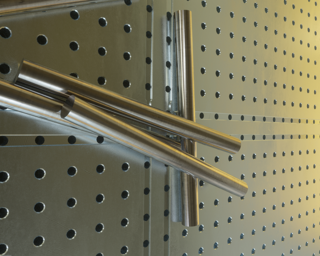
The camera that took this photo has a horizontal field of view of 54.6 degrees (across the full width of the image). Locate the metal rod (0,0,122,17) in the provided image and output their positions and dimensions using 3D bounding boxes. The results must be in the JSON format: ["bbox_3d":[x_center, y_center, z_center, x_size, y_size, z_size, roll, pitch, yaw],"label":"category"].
[{"bbox_3d":[-0.126,-0.126,0.302,0.302,0.025,0.025,-27,107,-37],"label":"metal rod"}]

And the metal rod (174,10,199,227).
[{"bbox_3d":[0.038,-0.012,0.439,0.025,0.025,0.298,-4,93,-40],"label":"metal rod"}]

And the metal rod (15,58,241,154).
[{"bbox_3d":[-0.013,-0.015,0.375,0.302,0.025,0.025,19,78,-32],"label":"metal rod"}]

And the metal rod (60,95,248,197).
[{"bbox_3d":[0.018,0.037,0.388,0.301,0.025,0.025,28,73,-36],"label":"metal rod"}]

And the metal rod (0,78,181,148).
[{"bbox_3d":[-0.091,-0.013,0.331,0.302,0.025,0.025,20,77,-38],"label":"metal rod"}]
